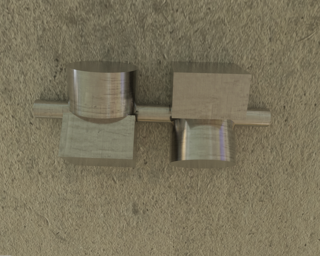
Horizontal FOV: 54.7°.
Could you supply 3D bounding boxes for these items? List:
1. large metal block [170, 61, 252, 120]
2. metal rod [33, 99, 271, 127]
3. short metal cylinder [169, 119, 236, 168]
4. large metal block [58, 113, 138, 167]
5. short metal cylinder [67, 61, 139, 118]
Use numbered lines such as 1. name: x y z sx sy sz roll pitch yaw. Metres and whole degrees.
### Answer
1. large metal block: 0.054 -0.047 0.364 0.081 0.080 0.050 1 110 -1
2. metal rod: -0.009 -0.019 0.406 0.302 0.025 0.025 2 110 -1
3. short metal cylinder: 0.052 0.020 0.383 0.081 0.080 0.050 2 75 -1
4. large metal block: -0.070 0.018 0.381 0.081 0.080 0.050 2 76 -2
5. short metal cylinder: -0.066 -0.048 0.363 0.081 0.080 0.050 3 110 -2
